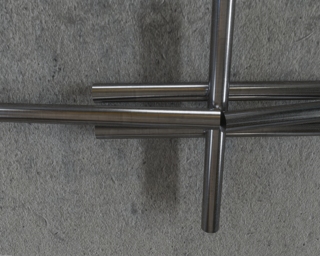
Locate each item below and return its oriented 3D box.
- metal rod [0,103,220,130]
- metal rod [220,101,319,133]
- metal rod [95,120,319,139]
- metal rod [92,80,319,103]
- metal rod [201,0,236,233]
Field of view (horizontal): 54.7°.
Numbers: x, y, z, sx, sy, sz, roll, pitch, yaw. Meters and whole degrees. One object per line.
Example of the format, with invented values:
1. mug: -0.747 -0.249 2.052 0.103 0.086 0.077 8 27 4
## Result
1. metal rod: -0.080 -0.015 0.377 0.302 0.025 0.025 2 111 9
2. metal rod: 0.220 -0.023 0.379 0.302 0.025 0.025 -6 111 -9
3. metal rod: 0.067 0.000 0.411 0.302 0.025 0.025 -1 110 -1
4. metal rod: 0.067 -0.046 0.394 0.302 0.025 0.025 -1 110 -1
5. metal rod: 0.070 0.001 0.386 0.025 0.025 0.298 0 110 0
